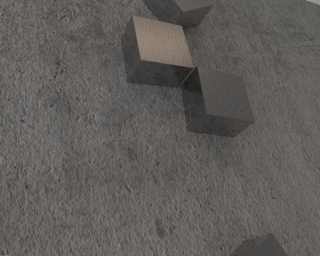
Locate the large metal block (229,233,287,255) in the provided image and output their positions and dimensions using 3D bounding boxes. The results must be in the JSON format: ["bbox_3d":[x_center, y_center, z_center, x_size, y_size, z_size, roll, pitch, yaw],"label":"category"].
[{"bbox_3d":[0.109,0.177,0.338,0.081,0.050,0.080,-26,76,-37],"label":"large metal block"}]

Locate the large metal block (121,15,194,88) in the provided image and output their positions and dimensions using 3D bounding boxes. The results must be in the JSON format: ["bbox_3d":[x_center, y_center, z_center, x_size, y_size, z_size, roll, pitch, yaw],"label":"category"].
[{"bbox_3d":[-0.006,-0.109,0.451,0.081,0.050,0.080,3,61,-27],"label":"large metal block"}]

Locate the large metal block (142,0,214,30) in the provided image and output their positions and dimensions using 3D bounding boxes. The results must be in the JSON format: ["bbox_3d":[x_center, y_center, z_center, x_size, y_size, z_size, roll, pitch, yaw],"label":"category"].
[{"bbox_3d":[0.031,-0.218,0.537,0.081,0.050,0.080,-28,77,-37],"label":"large metal block"}]

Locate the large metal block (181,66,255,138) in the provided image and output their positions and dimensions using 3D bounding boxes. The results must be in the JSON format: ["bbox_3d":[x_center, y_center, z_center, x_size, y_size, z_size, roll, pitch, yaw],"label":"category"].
[{"bbox_3d":[0.082,-0.037,0.454,0.081,0.050,0.080,8,58,-24],"label":"large metal block"}]
